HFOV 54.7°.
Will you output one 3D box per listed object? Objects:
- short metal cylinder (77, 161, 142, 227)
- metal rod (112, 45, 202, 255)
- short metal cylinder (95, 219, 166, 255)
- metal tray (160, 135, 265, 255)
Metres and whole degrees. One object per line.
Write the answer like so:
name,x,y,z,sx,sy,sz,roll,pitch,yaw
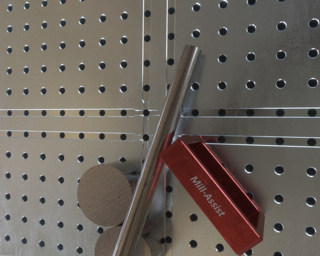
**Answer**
short metal cylinder,-0.064,0.087,0.422,0.080,0.050,0.079,0,90,20
metal rod,-0.006,0.039,0.382,0.025,0.025,0.299,16,83,19
short metal cylinder,-0.039,0.163,0.413,0.080,0.050,0.079,0,90,20
metal tray,0.064,0.068,0.355,0.030,0.090,0.130,-42,77,15
